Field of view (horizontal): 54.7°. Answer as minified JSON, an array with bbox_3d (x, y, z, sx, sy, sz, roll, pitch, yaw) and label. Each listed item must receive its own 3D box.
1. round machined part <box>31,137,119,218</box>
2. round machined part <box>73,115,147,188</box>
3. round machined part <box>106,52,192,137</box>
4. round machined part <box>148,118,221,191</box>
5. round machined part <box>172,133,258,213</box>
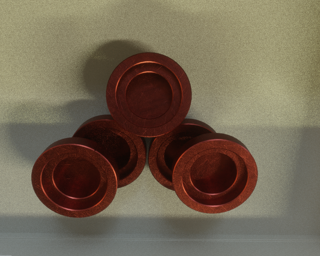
[{"bbox_3d":[-0.098,0.056,0.376,0.099,0.042,0.097,0,110,0],"label":"round machined part"},{"bbox_3d":[-0.067,0.028,0.410,0.099,0.042,0.097,0,110,0],"label":"round machined part"},{"bbox_3d":[-0.013,-0.039,0.376,0.099,0.042,0.097,0,92,-2],"label":"round machined part"},{"bbox_3d":[0.034,0.033,0.413,0.099,0.042,0.097,0,110,0],"label":"round machined part"},{"bbox_3d":[0.063,0.051,0.376,0.099,0.042,0.097,0,110,0],"label":"round machined part"}]
